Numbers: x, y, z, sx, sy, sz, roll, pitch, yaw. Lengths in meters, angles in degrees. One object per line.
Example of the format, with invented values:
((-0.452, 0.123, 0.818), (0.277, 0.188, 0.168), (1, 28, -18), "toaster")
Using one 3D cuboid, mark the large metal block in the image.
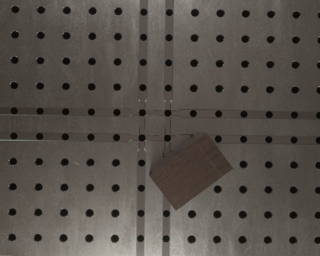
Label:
((0.035, 0.049, 0.386), (0.080, 0.080, 0.050), (-37, 90, 0), "large metal block")
